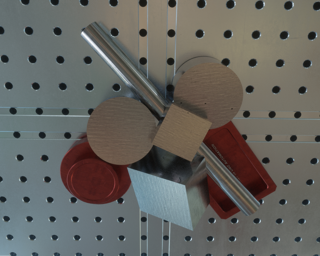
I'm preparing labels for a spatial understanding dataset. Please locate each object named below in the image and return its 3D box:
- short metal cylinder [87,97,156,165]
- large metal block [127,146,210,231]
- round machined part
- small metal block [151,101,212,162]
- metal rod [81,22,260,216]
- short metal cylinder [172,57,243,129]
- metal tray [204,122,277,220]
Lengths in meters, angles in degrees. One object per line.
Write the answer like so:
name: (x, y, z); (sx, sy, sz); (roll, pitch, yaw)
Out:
short metal cylinder: (-0.048, 0.002, 0.385); (0.081, 0.050, 0.079); (-1, 94, -8)
large metal block: (0.013, 0.073, 0.395); (0.080, 0.050, 0.080); (12, 131, 31)
round machined part: (-0.087, 0.064, 0.422); (0.099, 0.042, 0.097); (0, 110, 0)
small metal block: (0.023, 0.003, 0.354); (0.050, 0.025, 0.050); (25, 100, -9)
metal rod: (0.017, -0.007, 0.381); (0.025, 0.025, 0.300); (-41, 96, 13)
short metal cylinder: (0.056, -0.044, 0.381); (0.081, 0.050, 0.079); (0, 110, 0)
metal tray: (0.088, 0.055, 0.427); (0.090, 0.030, 0.130); (-35, 107, 11)
